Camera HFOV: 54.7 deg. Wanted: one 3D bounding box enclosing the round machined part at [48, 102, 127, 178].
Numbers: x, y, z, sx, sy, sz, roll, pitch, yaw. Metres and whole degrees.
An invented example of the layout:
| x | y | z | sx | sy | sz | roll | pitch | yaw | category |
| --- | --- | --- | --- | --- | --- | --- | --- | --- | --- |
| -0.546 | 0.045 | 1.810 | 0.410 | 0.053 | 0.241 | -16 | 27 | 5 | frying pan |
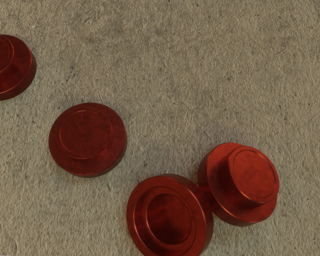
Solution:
| x | y | z | sx | sy | sz | roll | pitch | yaw | category |
| --- | --- | --- | --- | --- | --- | --- | --- | --- | --- |
| -0.093 | 0.011 | 0.394 | 0.099 | 0.042 | 0.098 | 0 | 70 | 0 | round machined part |

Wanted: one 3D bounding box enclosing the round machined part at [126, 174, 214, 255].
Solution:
| x | y | z | sx | sy | sz | roll | pitch | yaw | category |
| --- | --- | --- | --- | --- | --- | --- | --- | --- | --- |
| 0.014 | 0.099 | 0.346 | 0.098 | 0.042 | 0.097 | 1 | 92 | 31 | round machined part |

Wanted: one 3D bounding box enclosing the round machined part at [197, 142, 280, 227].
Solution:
| x | y | z | sx | sy | sz | roll | pitch | yaw | category |
| --- | --- | --- | --- | --- | --- | --- | --- | --- | --- |
| 0.096 | 0.059 | 0.358 | 0.099 | 0.042 | 0.098 | 13 | 55 | -20 | round machined part |

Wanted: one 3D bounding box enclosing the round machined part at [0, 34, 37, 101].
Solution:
| x | y | z | sx | sy | sz | roll | pitch | yaw | category |
| --- | --- | --- | --- | --- | --- | --- | --- | --- | --- |
| -0.229 | -0.090 | 0.430 | 0.099 | 0.042 | 0.098 | 0 | 70 | 0 | round machined part |
